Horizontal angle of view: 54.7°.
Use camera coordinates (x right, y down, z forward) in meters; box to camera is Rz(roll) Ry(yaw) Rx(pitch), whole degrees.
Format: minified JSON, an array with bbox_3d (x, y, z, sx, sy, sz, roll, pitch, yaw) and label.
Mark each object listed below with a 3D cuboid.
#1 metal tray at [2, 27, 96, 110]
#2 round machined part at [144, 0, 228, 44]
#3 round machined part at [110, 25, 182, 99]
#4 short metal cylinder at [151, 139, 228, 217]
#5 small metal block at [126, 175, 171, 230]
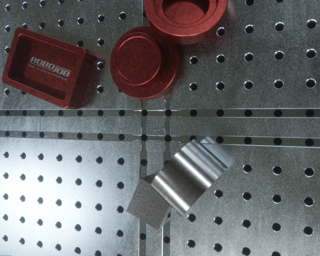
[{"bbox_3d":[-0.170,-0.090,0.467,0.130,0.030,0.089,22,97,18],"label":"metal tray"},{"bbox_3d":[0.032,-0.147,0.382,0.099,0.042,0.098,-1,77,5],"label":"round machined part"},{"bbox_3d":[-0.023,-0.088,0.411,0.098,0.042,0.097,0,90,19],"label":"round machined part"},{"bbox_3d":[0.035,0.059,0.370,0.050,0.080,0.080,43,103,14],"label":"short metal cylinder"},{"bbox_3d":[-0.010,0.099,0.415,0.050,0.025,0.050,26,98,17],"label":"small metal block"}]
